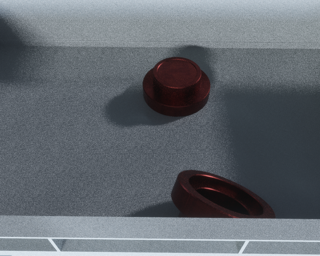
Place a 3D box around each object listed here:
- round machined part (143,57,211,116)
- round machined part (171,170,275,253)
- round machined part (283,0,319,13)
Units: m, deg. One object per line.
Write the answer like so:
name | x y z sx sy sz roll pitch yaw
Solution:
round machined part | 0.024 -0.066 0.450 0.099 0.042 0.098 0 50 0
round machined part | 0.057 0.082 0.303 0.099 0.042 0.098 19 12 -4
round machined part | 0.288 -0.268 0.624 0.099 0.042 0.098 0 50 0
